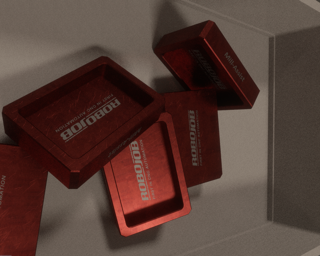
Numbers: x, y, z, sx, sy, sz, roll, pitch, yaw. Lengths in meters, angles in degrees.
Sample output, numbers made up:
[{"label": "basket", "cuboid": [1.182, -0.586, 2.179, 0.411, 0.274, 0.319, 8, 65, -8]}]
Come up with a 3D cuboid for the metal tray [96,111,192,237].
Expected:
[{"label": "metal tray", "cuboid": [-0.020, 0.051, 0.367, 0.091, 0.030, 0.129, -15, 101, -17]}]

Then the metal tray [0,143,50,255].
[{"label": "metal tray", "cuboid": [-0.155, 0.077, 0.274, 0.091, 0.030, 0.129, 11, 83, -40]}]

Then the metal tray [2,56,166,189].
[{"label": "metal tray", "cuboid": [-0.068, -0.014, 0.303, 0.090, 0.030, 0.131, 37, 49, 13]}]

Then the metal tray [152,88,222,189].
[{"label": "metal tray", "cuboid": [0.039, 0.013, 0.430, 0.091, 0.030, 0.129, -9, 97, -32]}]

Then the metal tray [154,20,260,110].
[{"label": "metal tray", "cuboid": [0.064, -0.076, 0.420, 0.130, 0.090, 0.030, 45, 63, -31]}]
